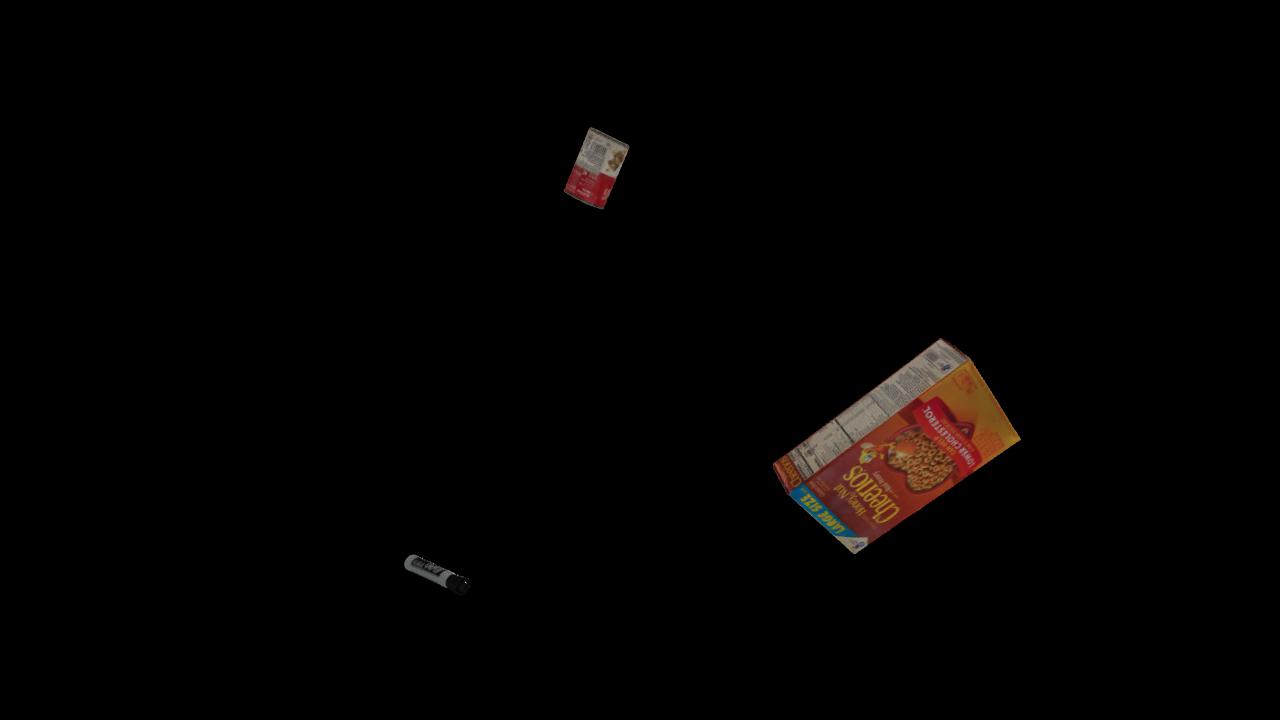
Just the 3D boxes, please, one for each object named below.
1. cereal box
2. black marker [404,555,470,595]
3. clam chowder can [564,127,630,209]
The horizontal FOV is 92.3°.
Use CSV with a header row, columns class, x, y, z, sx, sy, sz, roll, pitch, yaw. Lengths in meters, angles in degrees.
class,x,y,z,sx,sy,sz,roll,pitch,yaw
cereal box,0.376,0.137,0.907,0.203,0.306,0.081,43,13,-30
black marker,-0.231,0.244,0.700,0.121,0.020,0.020,1,0,43
clam chowder can,-0.066,-0.289,0.929,0.068,0.102,0.068,23,18,-8
